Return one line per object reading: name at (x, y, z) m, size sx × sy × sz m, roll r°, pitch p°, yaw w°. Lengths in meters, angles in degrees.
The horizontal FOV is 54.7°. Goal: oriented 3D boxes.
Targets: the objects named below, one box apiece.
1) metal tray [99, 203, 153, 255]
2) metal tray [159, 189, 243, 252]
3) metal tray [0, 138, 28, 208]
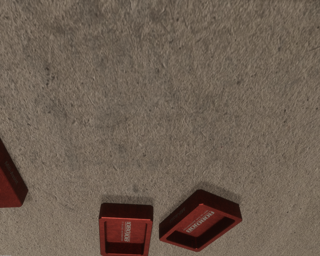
metal tray at (-0.062, 0.189, 0.563) m, size 0.091 × 0.030 × 0.129 m, roll 4°, pitch 130°, yaw -4°
metal tray at (0.068, 0.168, 0.547) m, size 0.090 × 0.030 × 0.129 m, roll 25°, pitch 126°, yaw -20°
metal tray at (-0.264, 0.069, 0.458) m, size 0.091 × 0.030 × 0.129 m, roll -3°, pitch 130°, yaw 2°
